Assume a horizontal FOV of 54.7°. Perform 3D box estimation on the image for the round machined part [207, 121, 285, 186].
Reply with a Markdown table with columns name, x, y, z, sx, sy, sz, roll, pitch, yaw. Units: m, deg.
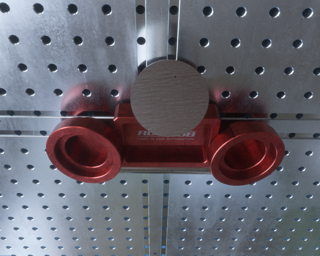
| name | x | y | z | sx | sy | sz | roll | pitch | yaw |
| --- | --- | --- | --- | --- | --- | --- | --- | --- | --- |
| round machined part | 0.110 | 0.029 | 0.415 | 0.099 | 0.042 | 0.097 | -5 | 129 | -6 |

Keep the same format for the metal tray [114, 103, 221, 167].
| name | x | y | z | sx | sy | sz | roll | pitch | yaw |
| --- | --- | --- | --- | --- | --- | --- | --- | --- | --- |
| metal tray | 0.008 | 0.012 | 0.413 | 0.131 | 0.030 | 0.089 | 0 | 131 | -1 |

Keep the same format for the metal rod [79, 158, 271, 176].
| name | x | y | z | sx | sy | sz | roll | pitch | yaw |
| --- | --- | --- | --- | --- | --- | --- | --- | --- | --- |
| metal rod | 0.010 | 0.055 | 0.453 | 0.302 | 0.025 | 0.025 | 1 | 130 | -2 |

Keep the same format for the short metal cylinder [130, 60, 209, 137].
| name | x | y | z | sx | sy | sz | roll | pitch | yaw |
| --- | --- | --- | --- | --- | --- | --- | --- | --- | --- |
| short metal cylinder | 0.010 | -0.035 | 0.341 | 0.081 | 0.050 | 0.079 | 0 | 104 | 0 |

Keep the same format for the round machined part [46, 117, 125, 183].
| name | x | y | z | sx | sy | sz | roll | pitch | yaw |
| --- | --- | --- | --- | --- | --- | --- | --- | --- | --- |
| round machined part | -0.094 | 0.025 | 0.409 | 0.099 | 0.042 | 0.097 | 5 | 128 | 6 |
